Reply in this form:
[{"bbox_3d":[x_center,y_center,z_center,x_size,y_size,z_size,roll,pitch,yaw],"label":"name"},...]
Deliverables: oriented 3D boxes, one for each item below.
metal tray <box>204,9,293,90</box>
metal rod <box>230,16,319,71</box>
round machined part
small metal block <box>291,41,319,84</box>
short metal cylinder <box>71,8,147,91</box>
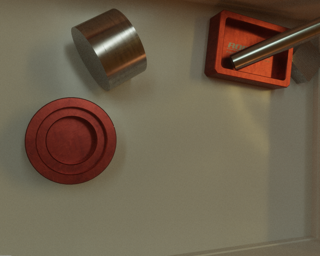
[{"bbox_3d":[0.134,-0.112,0.458,0.131,0.030,0.089,7,88,-20],"label":"metal tray"},{"bbox_3d":[0.241,-0.147,0.411,0.301,0.025,0.025,-22,99,11],"label":"metal rod"},{"bbox_3d":[-0.104,0.014,0.364,0.099,0.042,0.097,0,90,-21],"label":"round machined part"},{"bbox_3d":[0.228,-0.107,0.497,0.050,0.025,0.050,44,76,-15],"label":"small metal block"},{"bbox_3d":[-0.059,-0.090,0.360,0.050,0.080,0.080,-33,101,-17],"label":"short metal cylinder"}]
